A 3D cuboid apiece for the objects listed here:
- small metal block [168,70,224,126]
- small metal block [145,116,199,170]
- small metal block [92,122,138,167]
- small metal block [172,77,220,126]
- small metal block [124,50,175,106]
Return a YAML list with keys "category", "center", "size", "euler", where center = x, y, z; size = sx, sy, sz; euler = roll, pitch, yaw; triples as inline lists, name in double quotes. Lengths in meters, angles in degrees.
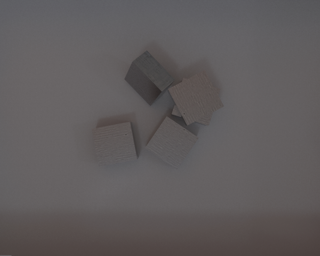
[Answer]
- category: "small metal block"
  center: [0.044, -0.037, 0.387]
  size: [0.050, 0.025, 0.050]
  euler: [-28, 90, 0]
- category: "small metal block"
  center: [0.015, 0.019, 0.411]
  size: [0.050, 0.025, 0.050]
  euler: [34, 90, 0]
- category: "small metal block"
  center: [-0.059, 0.021, 0.411]
  size: [0.050, 0.025, 0.050]
  euler: [-11, 90, 0]
- category: "small metal block"
  center: [0.047, -0.034, 0.412]
  size: [0.050, 0.025, 0.050]
  euler: [17, 90, 0]
- category: "small metal block"
  center: [-0.014, -0.062, 0.396]
  size: [0.050, 0.050, 0.025]
  euler: [46, 66, 0]
